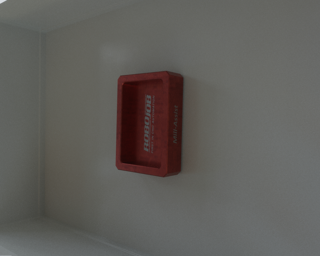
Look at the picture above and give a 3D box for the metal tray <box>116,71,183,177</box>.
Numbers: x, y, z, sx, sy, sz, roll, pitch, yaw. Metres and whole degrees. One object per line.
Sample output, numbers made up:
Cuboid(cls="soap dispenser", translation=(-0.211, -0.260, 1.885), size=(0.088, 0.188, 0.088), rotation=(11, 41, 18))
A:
Cuboid(cls="metal tray", translation=(-0.016, -0.006, 0.411), size=(0.090, 0.030, 0.129), rotation=(2, 91, 39))
